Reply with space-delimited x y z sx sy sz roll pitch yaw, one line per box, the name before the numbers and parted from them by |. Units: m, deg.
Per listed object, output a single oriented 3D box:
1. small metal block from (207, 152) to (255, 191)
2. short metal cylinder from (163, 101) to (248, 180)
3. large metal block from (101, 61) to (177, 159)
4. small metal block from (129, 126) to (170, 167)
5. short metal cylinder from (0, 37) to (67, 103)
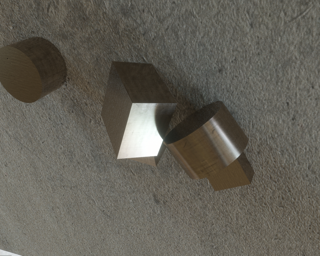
small metal block | 0.083 0.049 0.392 0.050 0.025 0.050 -21 107 35
short metal cylinder | 0.051 0.013 0.352 0.080 0.080 0.050 -29 103 37
large metal block | -0.029 -0.022 0.365 0.080 0.050 0.079 62 143 41
small metal block | -0.019 0.018 0.407 0.050 0.050 0.025 14 141 20
short metal cylinder | -0.179 -0.081 0.432 0.080 0.050 0.079 13 124 20
